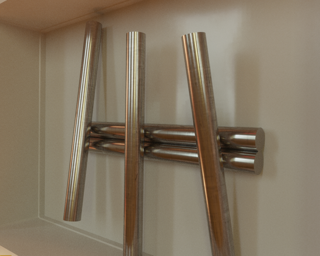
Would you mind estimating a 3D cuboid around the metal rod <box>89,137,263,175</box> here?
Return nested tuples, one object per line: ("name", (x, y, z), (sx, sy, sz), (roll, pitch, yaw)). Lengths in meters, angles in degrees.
("metal rod", (-0.014, 0.031, 0.415), (0.300, 0.025, 0.025), (3, 92, 39))

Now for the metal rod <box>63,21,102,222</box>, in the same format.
("metal rod", (-0.115, -0.015, 0.466), (0.025, 0.025, 0.298), (-1, 81, 39))

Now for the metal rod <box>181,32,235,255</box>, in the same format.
("metal rod", (0.056, 0.052, 0.328), (0.025, 0.025, 0.298), (-5, 95, 39))

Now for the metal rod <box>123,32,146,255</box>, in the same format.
("metal rod", (-0.033, 0.029, 0.398), (0.025, 0.025, 0.298), (2, 91, 39))

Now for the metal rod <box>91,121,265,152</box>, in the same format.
("metal rod", (-0.013, 0.006, 0.414), (0.300, 0.025, 0.025), (3, 92, 39))
